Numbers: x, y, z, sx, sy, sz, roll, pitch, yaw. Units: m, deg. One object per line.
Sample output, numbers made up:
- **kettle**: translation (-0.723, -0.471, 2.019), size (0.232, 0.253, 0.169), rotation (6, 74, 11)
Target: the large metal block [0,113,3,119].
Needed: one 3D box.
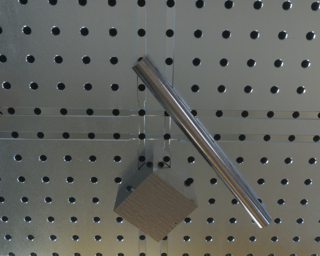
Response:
- **large metal block**: translation (-0.256, -0.017, 0.374), size (0.050, 0.080, 0.080), rotation (-37, 106, 12)

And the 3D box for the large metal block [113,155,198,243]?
- **large metal block**: translation (-0.006, 0.099, 0.437), size (0.080, 0.050, 0.080), rotation (40, 105, -14)

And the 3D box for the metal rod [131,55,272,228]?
- **metal rod**: translation (0.066, 0.029, 0.425), size (0.025, 0.025, 0.300), rotation (-36, 107, 12)
